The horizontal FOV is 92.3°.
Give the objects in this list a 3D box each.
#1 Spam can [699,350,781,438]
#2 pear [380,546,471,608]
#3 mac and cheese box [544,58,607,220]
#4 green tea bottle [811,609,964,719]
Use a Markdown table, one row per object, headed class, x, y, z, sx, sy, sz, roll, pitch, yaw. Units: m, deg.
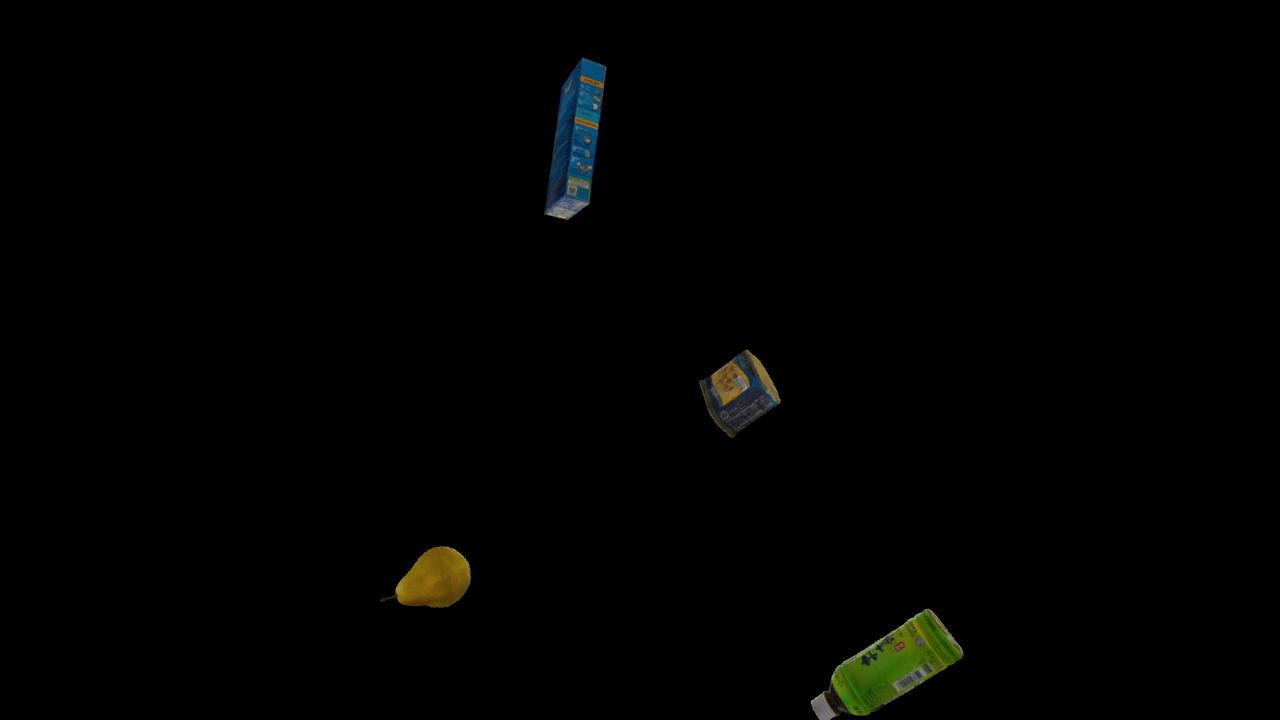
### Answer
| class | x | y | z | sx | sy | sz | roll | pitch | yaw |
| --- | --- | --- | --- | --- | --- | --- | --- | --- | --- |
| Spam can | 0.139 | 0.044 | 0.857 | 0.058 | 0.085 | 0.101 | 42 | 19 | -29 |
| pear | -0.280 | 0.295 | 0.809 | 0.080 | 0.080 | 0.111 | 0 | 12 | 36 |
| mac and cheese box | -0.087 | -0.287 | 0.813 | 0.041 | 0.184 | 0.093 | 9 | -6 | -23 |
| green tea bottle | 0.327 | 0.425 | 0.835 | 0.212 | 0.073 | 0.073 | -38 | -6 | 8 |
